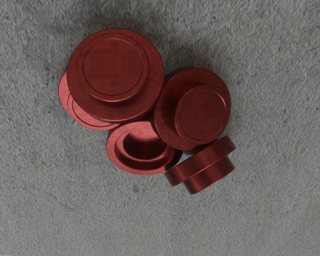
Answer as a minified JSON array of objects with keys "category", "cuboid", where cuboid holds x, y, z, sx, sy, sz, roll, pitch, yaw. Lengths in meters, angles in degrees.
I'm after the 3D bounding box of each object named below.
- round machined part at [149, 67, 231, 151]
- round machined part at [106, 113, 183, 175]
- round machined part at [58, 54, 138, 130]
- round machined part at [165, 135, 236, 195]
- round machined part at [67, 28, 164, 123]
[{"category":"round machined part","cuboid":[0.040,-0.019,0.353,0.099,0.042,0.097,-6,108,-20]},{"category":"round machined part","cuboid":[-0.020,0.015,0.410,0.099,0.042,0.097,-1,130,0]},{"category":"round machined part","cuboid":[-0.071,-0.036,0.368,0.099,0.042,0.097,-1,130,0]},{"category":"round machined part","cuboid":[0.058,0.052,0.407,0.098,0.099,0.042,-35,81,26]},{"category":"round machined part","cuboid":[-0.045,-0.055,0.312,0.099,0.097,0.042,1,172,-1]}]
